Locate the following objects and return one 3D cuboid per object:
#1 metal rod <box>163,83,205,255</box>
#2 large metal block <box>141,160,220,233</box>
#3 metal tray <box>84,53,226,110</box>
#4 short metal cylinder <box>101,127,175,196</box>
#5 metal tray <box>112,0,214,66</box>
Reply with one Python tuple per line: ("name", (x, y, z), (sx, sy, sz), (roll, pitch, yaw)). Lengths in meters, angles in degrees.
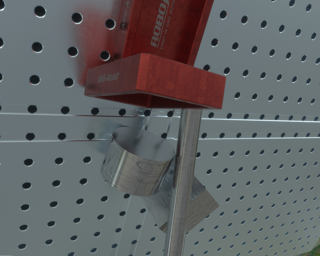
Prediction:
("metal rod", (0.026, 0.087, 0.387), (0.025, 0.025, 0.298), (0, 102, -29))
("large metal block", (0.025, 0.101, 0.452), (0.080, 0.080, 0.050), (-39, 129, -2))
("metal tray", (-0.011, -0.041, 0.312), (0.091, 0.130, 0.030), (9, 88, -33))
("short metal cylinder", (-0.028, 0.040, 0.385), (0.081, 0.080, 0.050), (8, 114, -32))
("metal tray", (0.007, -0.123, 0.334), (0.091, 0.030, 0.129), (2, 118, -29))
